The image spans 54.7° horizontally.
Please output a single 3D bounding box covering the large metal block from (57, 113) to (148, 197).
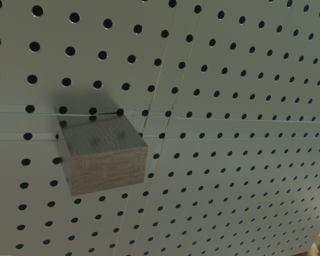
[{"bbox_3d":[-0.069,0.026,0.355,0.081,0.080,0.050,-6,121,-26],"label":"large metal block"}]
